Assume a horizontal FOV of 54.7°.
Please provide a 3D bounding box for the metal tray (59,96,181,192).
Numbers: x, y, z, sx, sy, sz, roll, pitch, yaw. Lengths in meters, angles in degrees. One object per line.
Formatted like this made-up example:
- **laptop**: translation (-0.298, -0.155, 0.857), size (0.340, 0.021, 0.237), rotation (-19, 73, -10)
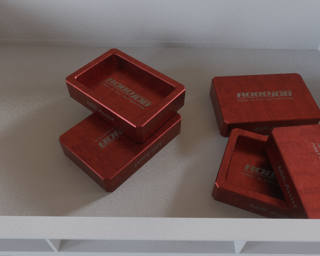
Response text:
- **metal tray**: translation (-0.047, 0.008, 0.395), size (0.090, 0.030, 0.131), rotation (35, 58, 25)

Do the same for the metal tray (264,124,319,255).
- **metal tray**: translation (0.174, 0.055, 0.318), size (0.091, 0.030, 0.130), rotation (-4, 51, -5)

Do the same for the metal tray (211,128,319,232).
- **metal tray**: translation (0.135, 0.057, 0.355), size (0.130, 0.030, 0.090), rotation (17, 52, 13)

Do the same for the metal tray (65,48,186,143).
- **metal tray**: translation (-0.044, -0.047, 0.401), size (0.130, 0.030, 0.090), rotation (33, 57, 24)

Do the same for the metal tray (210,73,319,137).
- **metal tray**: translation (0.143, -0.034, 0.432), size (0.131, 0.030, 0.090), rotation (-3, 50, -3)
